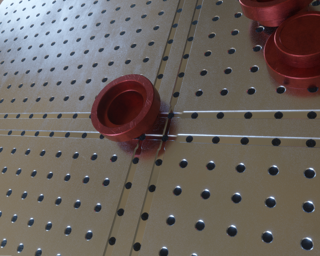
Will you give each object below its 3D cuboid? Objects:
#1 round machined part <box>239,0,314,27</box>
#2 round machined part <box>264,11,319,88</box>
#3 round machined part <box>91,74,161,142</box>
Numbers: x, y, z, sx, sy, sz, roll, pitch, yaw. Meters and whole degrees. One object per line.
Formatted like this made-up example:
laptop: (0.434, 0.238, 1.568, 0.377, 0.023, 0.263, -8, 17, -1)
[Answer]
round machined part: (0.159, -0.173, 0.413, 0.098, 0.042, 0.098, -18, 45, 19)
round machined part: (0.174, -0.099, 0.366, 0.098, 0.042, 0.098, -13, 56, 20)
round machined part: (-0.044, -0.024, 0.433, 0.098, 0.042, 0.098, -13, 56, 20)
